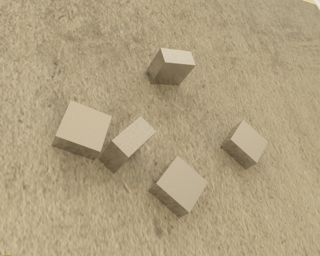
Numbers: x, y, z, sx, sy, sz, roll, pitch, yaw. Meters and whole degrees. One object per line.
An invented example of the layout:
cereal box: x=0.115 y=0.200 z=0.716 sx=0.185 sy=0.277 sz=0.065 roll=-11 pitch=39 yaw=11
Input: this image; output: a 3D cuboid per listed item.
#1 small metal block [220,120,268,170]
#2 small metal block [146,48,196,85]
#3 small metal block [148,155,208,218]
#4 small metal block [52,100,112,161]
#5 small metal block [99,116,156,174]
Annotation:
small metal block: x=0.125 y=0.024 z=0.459 sx=0.050 sy=0.025 sz=0.050 roll=42 pitch=51 yaw=0
small metal block: x=0.015 y=-0.088 z=0.451 sx=0.050 sy=0.050 sz=0.025 roll=-1 pitch=63 yaw=-29
small metal block: x=0.022 y=0.070 z=0.374 sx=0.050 sy=0.025 sz=0.050 roll=42 pitch=51 yaw=0
small metal block: x=-0.089 y=0.003 z=0.355 sx=0.050 sy=0.025 sz=0.050 roll=22 pitch=53 yaw=-15
small metal block: x=-0.038 y=0.020 z=0.356 sx=0.025 sy=0.050 sz=0.050 roll=45 pitch=51 yaw=2
